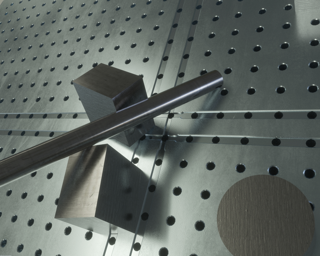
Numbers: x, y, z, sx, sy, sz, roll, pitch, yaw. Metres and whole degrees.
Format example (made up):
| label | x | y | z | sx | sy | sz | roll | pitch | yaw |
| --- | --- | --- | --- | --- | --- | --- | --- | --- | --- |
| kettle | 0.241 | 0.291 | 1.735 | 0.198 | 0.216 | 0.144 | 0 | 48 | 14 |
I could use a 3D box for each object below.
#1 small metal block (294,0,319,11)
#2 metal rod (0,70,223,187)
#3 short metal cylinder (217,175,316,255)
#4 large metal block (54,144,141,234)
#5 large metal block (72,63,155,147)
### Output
| label | x | y | z | sx | sy | sz | roll | pitch | yaw |
| --- | --- | --- | --- | --- | --- | --- | --- | --- | --- |
| small metal block | 0.201 | -0.182 | 0.398 | 0.050 | 0.050 | 0.025 | 4 | 64 | 29 |
| metal rod | -0.052 | -0.005 | 0.356 | 0.302 | 0.025 | 0.025 | -25 | 48 | -21 |
| short metal cylinder | 0.099 | 0.089 | 0.285 | 0.080 | 0.050 | 0.080 | -13 | 56 | 21 |
| large metal block | -0.067 | 0.074 | 0.361 | 0.050 | 0.080 | 0.080 | -9 | 58 | 23 |
| large metal block | -0.060 | -0.032 | 0.414 | 0.080 | 0.080 | 0.050 | 24 | 54 | 36 |
